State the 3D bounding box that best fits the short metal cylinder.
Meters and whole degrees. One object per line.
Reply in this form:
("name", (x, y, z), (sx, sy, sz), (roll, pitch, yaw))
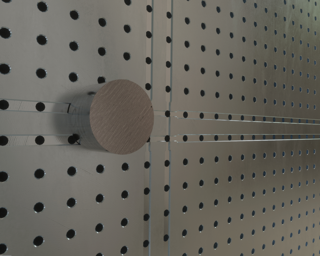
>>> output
("short metal cylinder", (-0.054, -0.012, 0.347), (0.081, 0.050, 0.080), (0, 90, -40))
